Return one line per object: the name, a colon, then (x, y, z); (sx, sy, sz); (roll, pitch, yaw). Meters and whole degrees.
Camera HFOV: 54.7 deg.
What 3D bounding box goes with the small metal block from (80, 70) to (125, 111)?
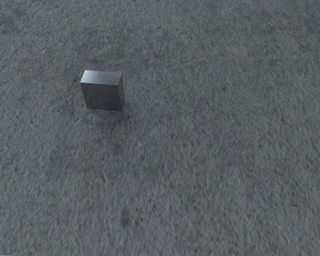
small metal block: (-0.078, -0.051, 0.429); (0.050, 0.050, 0.025); (5, 50, 4)
